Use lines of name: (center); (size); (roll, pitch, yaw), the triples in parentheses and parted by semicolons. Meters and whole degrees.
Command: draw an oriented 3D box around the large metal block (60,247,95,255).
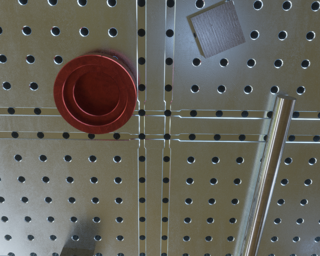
large metal block: (-0.134, 0.244, 0.472); (0.050, 0.080, 0.079); (6, 110, -3)

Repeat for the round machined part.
round machined part: (-0.077, -0.045, 0.387); (0.099, 0.042, 0.097); (0, 110, -1)

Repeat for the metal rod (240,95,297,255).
metal rod: (0.150, 0.099, 0.452); (0.025, 0.025, 0.298); (5, 110, -2)

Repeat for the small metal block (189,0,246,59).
small metal block: (0.068, -0.118, 0.371); (0.050, 0.025, 0.050); (-22, 109, 7)
